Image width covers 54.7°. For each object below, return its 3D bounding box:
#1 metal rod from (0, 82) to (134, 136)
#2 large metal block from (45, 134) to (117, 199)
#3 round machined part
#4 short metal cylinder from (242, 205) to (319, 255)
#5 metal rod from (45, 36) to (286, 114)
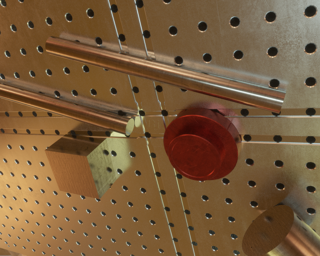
[{"bbox_3d":[-0.179,-0.039,0.478,0.301,0.025,0.025,15,125,19],"label":"metal rod"},{"bbox_3d":[-0.125,0.060,0.496,0.080,0.050,0.079,5,121,25],"label":"large metal block"},{"bbox_3d":[0.049,0.027,0.390,0.098,0.042,0.097,13,124,20],"label":"round machined part"},{"bbox_3d":[0.150,0.143,0.385,0.050,0.080,0.080,45,129,-3],"label":"short metal cylinder"},{"bbox_3d":[-0.008,-0.069,0.371,0.301,0.025,0.025,17,125,18],"label":"metal rod"}]
